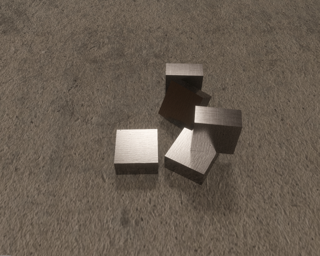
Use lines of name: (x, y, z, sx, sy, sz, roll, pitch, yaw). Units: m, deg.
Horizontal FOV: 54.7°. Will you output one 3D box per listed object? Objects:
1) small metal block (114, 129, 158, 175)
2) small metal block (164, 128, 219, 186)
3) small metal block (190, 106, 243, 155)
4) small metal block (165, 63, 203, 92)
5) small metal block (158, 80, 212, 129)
small metal block: (-0.028, 0.029, 0.379, 0.050, 0.025, 0.050, -1, 50, -1)
small metal block: (0.040, 0.034, 0.376, 0.050, 0.025, 0.050, 24, 54, 18)
small metal block: (0.063, 0.003, 0.353, 0.050, 0.050, 0.025, 6, 50, 3)
small metal block: (0.033, -0.064, 0.441, 0.050, 0.050, 0.025, 1, 50, 1)
small metal block: (0.032, -0.030, 0.409, 0.050, 0.050, 0.025, 34, 26, 24)
